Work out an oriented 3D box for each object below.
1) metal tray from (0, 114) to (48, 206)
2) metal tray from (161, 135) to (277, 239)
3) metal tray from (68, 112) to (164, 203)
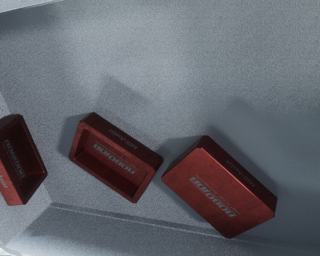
[{"bbox_3d":[-0.244,0.053,0.521,0.030,0.090,0.129,-7,116,12],"label":"metal tray"},{"bbox_3d":[0.077,0.082,0.415,0.130,0.030,0.090,42,129,-2],"label":"metal tray"},{"bbox_3d":[-0.070,0.047,0.468,0.130,0.030,0.089,33,129,6],"label":"metal tray"}]
